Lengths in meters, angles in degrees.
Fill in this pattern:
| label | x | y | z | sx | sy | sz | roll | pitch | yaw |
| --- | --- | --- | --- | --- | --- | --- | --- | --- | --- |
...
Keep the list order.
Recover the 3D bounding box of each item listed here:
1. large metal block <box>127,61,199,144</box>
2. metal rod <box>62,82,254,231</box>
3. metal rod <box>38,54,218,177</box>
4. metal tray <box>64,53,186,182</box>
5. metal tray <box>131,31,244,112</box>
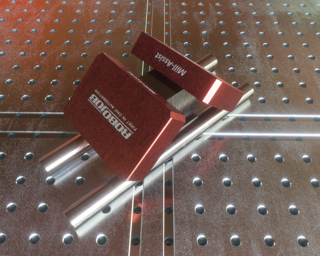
| label | x | y | z | sx | sy | sz | roll | pitch | yaw |
| --- | --- | --- | --- | --- | --- | --- | --- | --- | --- |
| large metal block | 0.001 | -0.028 | 0.394 | 0.080 | 0.080 | 0.050 | -35 | 59 | -26 |
| metal rod | 0.016 | 0.021 | 0.391 | 0.302 | 0.025 | 0.025 | -34 | 58 | -26 |
| metal rod | -0.027 | -0.031 | 0.433 | 0.302 | 0.025 | 0.025 | -35 | 59 | -26 |
| metal tray | -0.045 | -0.014 | 0.349 | 0.130 | 0.030 | 0.090 | 43 | 105 | 29 |
| metal tray | 0.035 | -0.071 | 0.397 | 0.130 | 0.030 | 0.090 | 39 | 16 | 27 |
